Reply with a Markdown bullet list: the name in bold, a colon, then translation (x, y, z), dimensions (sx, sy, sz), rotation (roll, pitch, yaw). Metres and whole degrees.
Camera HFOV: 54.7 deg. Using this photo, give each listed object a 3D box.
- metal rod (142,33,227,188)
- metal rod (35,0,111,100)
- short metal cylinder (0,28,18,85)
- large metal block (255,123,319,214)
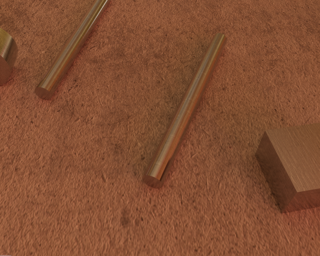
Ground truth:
- **metal rod**: translation (0.047, -0.045, 0.441), dimensions (0.025, 0.025, 0.301), rotation (17, 52, 13)
- **metal rod**: translation (-0.137, -0.161, 0.536), dimensions (0.025, 0.025, 0.300), rotation (9, 50, 7)
- **short metal cylinder**: translation (-0.257, -0.106, 0.453), dimensions (0.081, 0.080, 0.050), rotation (-3, 50, -3)
- **large metal block**: translation (0.167, 0.043, 0.353), dimensions (0.081, 0.050, 0.080), rotation (-8, 51, -7)
